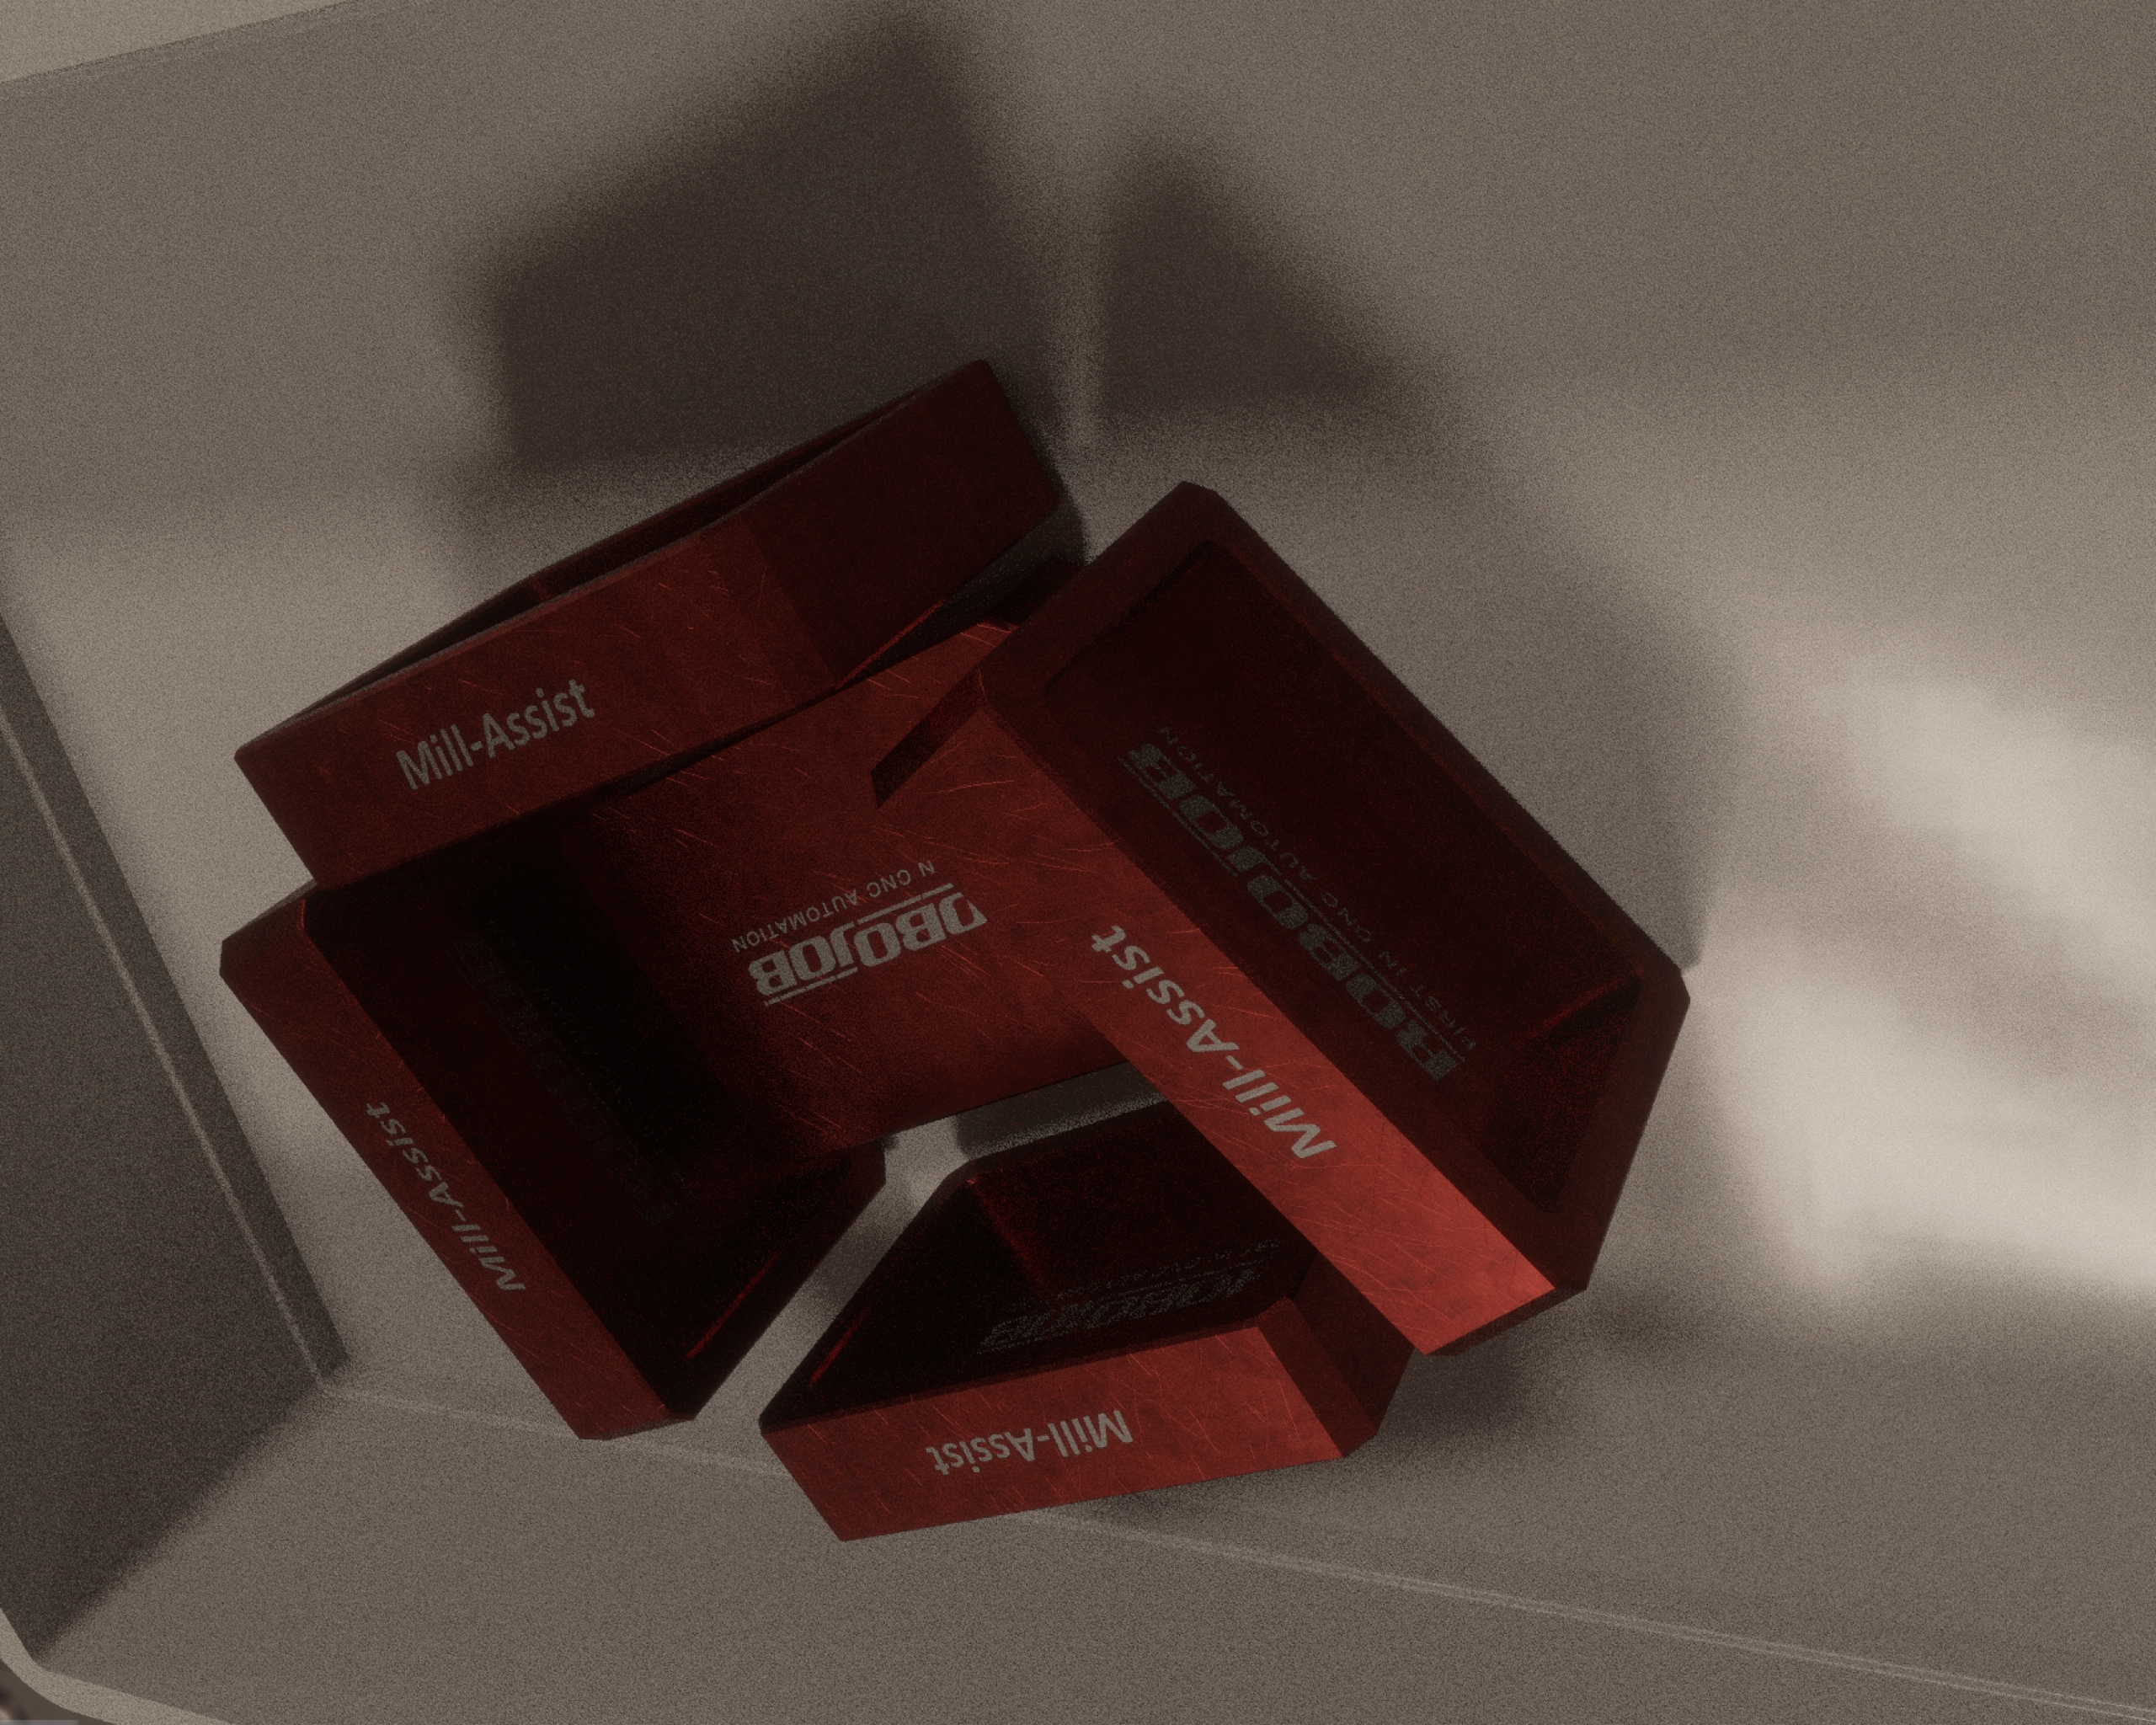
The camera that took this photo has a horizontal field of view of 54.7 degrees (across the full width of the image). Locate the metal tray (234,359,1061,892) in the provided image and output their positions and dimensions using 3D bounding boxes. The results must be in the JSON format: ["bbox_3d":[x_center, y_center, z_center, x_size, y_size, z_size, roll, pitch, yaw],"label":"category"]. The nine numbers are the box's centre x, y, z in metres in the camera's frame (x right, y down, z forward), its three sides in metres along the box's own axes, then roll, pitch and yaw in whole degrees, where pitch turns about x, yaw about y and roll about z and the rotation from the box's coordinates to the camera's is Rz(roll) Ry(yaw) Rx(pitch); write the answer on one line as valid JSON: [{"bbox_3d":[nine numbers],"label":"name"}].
[{"bbox_3d":[-0.078,-0.042,0.377,0.130,0.090,0.030,-17,110,34],"label":"metal tray"}]

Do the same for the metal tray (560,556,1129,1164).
[{"bbox_3d":[-0.033,0.004,0.420,0.130,0.030,0.090,-21,107,35],"label":"metal tray"}]

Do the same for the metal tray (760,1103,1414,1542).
[{"bbox_3d":[0.010,0.083,0.409,0.130,0.090,0.030,-22,107,36],"label":"metal tray"}]

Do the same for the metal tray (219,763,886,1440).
[{"bbox_3d":[-0.106,0.045,0.445,0.030,0.090,0.130,-23,106,36],"label":"metal tray"}]

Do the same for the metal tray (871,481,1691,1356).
[{"bbox_3d":[0.039,0.006,0.347,0.130,0.090,0.030,45,130,-4],"label":"metal tray"}]
